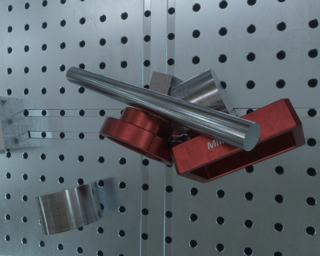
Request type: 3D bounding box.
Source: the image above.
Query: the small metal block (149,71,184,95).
[{"bbox_3d":[0.006,-0.042,0.397,0.025,0.050,0.050,16,96,19],"label":"small metal block"}]

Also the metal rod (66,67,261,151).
[{"bbox_3d":[-0.025,-0.036,0.359,0.300,0.025,0.025,23,98,42],"label":"metal rod"}]

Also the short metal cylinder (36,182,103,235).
[{"bbox_3d":[-0.124,0.108,0.427,0.080,0.080,0.050,-15,85,19],"label":"short metal cylinder"}]

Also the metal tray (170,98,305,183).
[{"bbox_3d":[0.088,0.021,0.344,0.130,0.090,0.030,-25,65,18],"label":"metal tray"}]

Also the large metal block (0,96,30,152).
[{"bbox_3d":[-0.262,-0.001,0.492,0.080,0.050,0.080,-11,86,19],"label":"large metal block"}]

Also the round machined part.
[{"bbox_3d":[-0.021,0.007,0.384,0.098,0.098,0.042,21,80,18],"label":"round machined part"}]

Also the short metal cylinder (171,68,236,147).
[{"bbox_3d":[0.055,-0.023,0.364,0.050,0.080,0.080,-26,82,18],"label":"short metal cylinder"}]
